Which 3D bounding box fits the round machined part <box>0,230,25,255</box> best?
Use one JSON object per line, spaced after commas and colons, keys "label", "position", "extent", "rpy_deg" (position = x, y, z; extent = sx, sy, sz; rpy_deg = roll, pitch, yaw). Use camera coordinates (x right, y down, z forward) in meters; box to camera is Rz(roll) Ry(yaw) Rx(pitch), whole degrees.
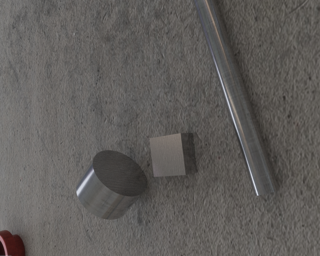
{"label": "round machined part", "position": [-0.325, 0.268, 0.663], "extent": [0.098, 0.042, 0.097], "rpy_deg": [0, 90, 40]}

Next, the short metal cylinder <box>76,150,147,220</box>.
{"label": "short metal cylinder", "position": [-0.066, 0.077, 0.424], "extent": [0.080, 0.081, 0.050], "rpy_deg": [52, 120, 27]}

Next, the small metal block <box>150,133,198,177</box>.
{"label": "small metal block", "position": [0.016, 0.034, 0.391], "extent": [0.050, 0.025, 0.050], "rpy_deg": [-11, 83, 39]}

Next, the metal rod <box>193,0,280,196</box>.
{"label": "metal rod", "position": [0.071, -0.076, 0.345], "extent": [0.025, 0.025, 0.299], "rpy_deg": [-24, 75, 37]}
